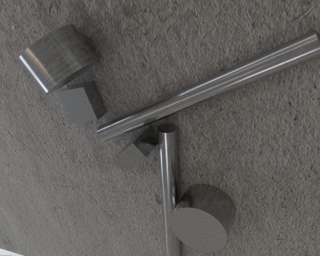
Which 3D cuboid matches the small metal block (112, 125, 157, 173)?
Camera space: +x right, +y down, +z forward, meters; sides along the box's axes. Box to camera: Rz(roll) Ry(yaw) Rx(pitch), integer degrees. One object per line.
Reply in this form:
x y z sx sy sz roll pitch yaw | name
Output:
-0.031 0.028 0.424 0.025 0.050 0.050 48 129 -5 | small metal block

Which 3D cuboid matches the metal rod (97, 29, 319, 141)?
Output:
0.032 -0.035 0.368 0.299 0.025 0.025 -21 108 35 | metal rod

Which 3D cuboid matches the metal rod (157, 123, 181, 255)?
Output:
0.017 0.129 0.477 0.025 0.025 0.298 10 123 22 | metal rod

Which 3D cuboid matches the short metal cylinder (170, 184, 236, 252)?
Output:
0.061 0.126 0.437 0.080 0.050 0.079 13 124 21 | short metal cylinder

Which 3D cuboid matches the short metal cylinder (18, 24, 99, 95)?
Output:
-0.124 -0.084 0.385 0.080 0.080 0.050 -26 105 37 | short metal cylinder

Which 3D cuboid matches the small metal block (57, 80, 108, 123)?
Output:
-0.111 -0.037 0.443 0.050 0.025 0.050 -5 116 30 | small metal block
